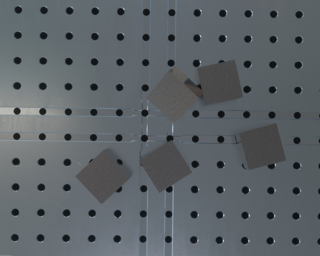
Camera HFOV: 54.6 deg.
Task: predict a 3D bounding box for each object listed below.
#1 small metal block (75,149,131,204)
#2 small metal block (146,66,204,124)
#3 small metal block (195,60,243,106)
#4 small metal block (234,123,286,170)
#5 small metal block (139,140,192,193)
[{"bbox_3d":[-0.074,0.064,0.413,0.050,0.025,0.050,-43,90,0],"label":"small metal block"},{"bbox_3d":[0.019,-0.043,0.402,0.050,0.025,0.050,43,122,0],"label":"small metal block"},{"bbox_3d":[0.078,-0.059,0.414,0.050,0.025,0.050,-12,90,0],"label":"small metal block"},{"bbox_3d":[0.133,0.024,0.414,0.050,0.025,0.050,-15,90,0],"label":"small metal block"},{"bbox_3d":[0.007,0.050,0.413,0.050,0.025,0.050,-32,90,0],"label":"small metal block"}]
